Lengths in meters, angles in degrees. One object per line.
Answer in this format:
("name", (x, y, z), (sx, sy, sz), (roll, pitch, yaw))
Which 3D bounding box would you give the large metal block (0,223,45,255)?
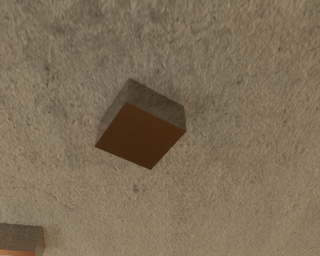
("large metal block", (-0.265, 0.224, 0.578), (0.081, 0.050, 0.079), (7, 130, -7))

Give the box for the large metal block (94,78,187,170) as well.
("large metal block", (-0.025, -0.003, 0.388), (0.080, 0.050, 0.080), (26, 125, -21))
